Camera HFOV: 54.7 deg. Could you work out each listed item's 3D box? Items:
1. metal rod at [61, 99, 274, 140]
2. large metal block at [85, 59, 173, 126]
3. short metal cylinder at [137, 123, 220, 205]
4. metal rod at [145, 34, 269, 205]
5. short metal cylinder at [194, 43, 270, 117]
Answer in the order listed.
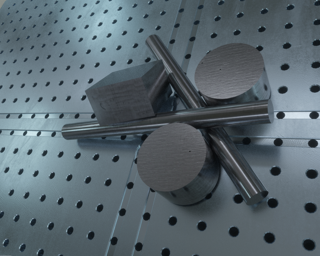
[{"bbox_3d":[-0.014,-0.006,0.393,0.300,0.025,0.025,-5,59,32],"label":"metal rod"},{"bbox_3d":[-0.038,-0.048,0.414,0.080,0.050,0.080,-10,23,23],"label":"large metal block"},{"bbox_3d":[0.021,0.041,0.351,0.080,0.050,0.080,-13,56,21],"label":"short metal cylinder"},{"bbox_3d":[0.043,-0.034,0.402,0.025,0.025,0.300,-33,51,7],"label":"metal rod"},{"bbox_3d":[0.088,-0.055,0.376,0.080,0.050,0.080,-13,56,21],"label":"short metal cylinder"}]
